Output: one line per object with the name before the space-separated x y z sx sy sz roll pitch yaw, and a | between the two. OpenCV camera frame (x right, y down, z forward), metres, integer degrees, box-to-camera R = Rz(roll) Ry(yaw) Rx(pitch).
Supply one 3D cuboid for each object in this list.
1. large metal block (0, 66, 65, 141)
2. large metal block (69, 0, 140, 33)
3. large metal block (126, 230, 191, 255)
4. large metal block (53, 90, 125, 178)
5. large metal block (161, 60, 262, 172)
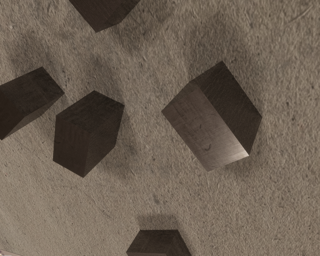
large metal block | -0.202 -0.036 0.452 0.080 0.080 0.050 -31 101 37
large metal block | -0.057 -0.161 0.320 0.080 0.050 0.080 -34 100 38
large metal block | 0.003 0.221 0.524 0.080 0.050 0.080 -14 112 33
large metal block | -0.097 0.007 0.425 0.050 0.080 0.079 27 128 11
large metal block | 0.059 -0.014 0.331 0.050 0.080 0.080 -30 102 37
